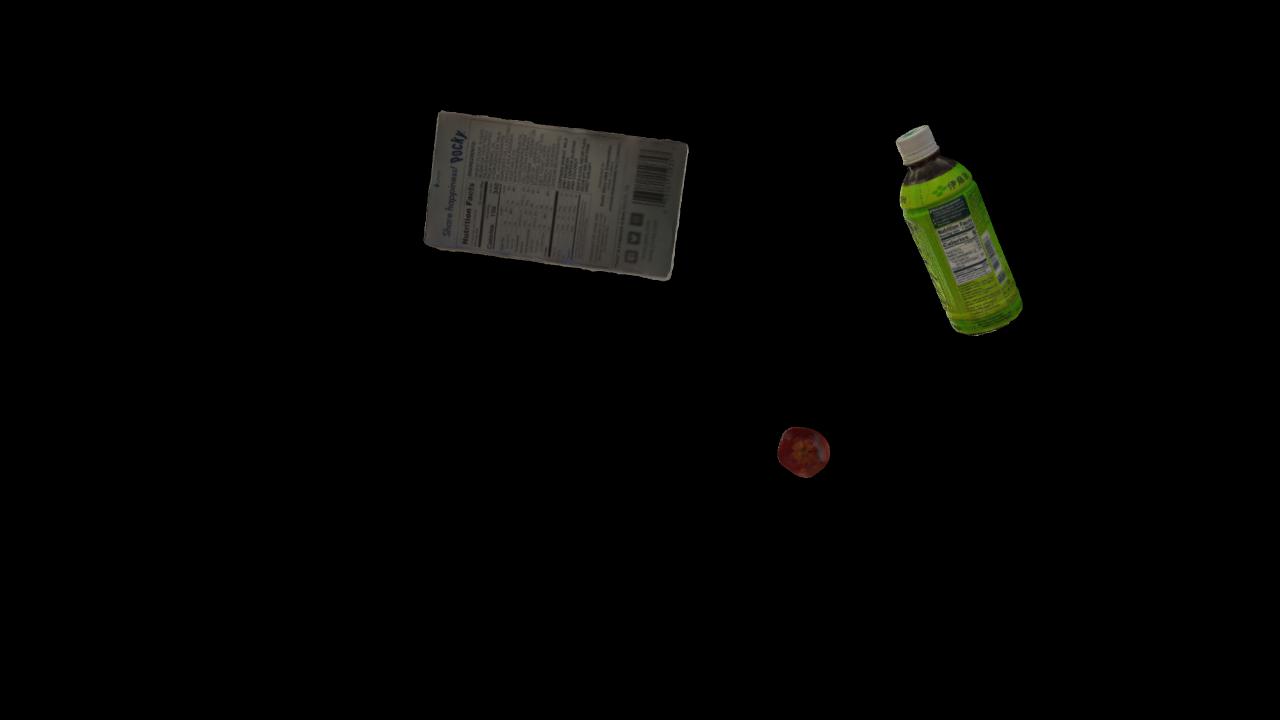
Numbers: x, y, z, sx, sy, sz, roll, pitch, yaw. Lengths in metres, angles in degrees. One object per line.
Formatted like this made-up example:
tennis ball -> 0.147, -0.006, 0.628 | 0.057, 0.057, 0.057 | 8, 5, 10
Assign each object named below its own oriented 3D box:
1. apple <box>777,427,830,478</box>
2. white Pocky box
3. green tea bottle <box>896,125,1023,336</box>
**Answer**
apple -> 0.247, 0.138, 0.932 | 0.079, 0.079, 0.093 | 0, -8, 18
white Pocky box -> -0.051, -0.100, 0.379 | 0.154, 0.084, 0.028 | 8, 4, 4
green tea bottle -> 0.308, -0.127, 0.605 | 0.073, 0.212, 0.073 | -27, 19, 11
